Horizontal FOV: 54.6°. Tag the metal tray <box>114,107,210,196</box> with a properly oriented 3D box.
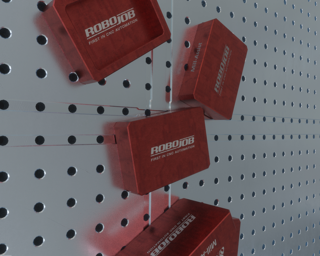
[{"bbox_3d":[0.008,0.025,0.412,0.131,0.030,0.090,-14,99,-39],"label":"metal tray"}]

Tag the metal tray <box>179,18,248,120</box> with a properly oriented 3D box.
[{"bbox_3d":[0.085,-0.087,0.476,0.090,0.030,0.130,26,74,-37],"label":"metal tray"}]

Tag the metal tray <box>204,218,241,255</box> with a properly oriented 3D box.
[{"bbox_3d":[0.078,0.201,0.470,0.091,0.030,0.129,12,83,-39],"label":"metal tray"}]

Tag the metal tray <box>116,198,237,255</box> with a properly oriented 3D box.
[{"bbox_3d":[0.020,0.143,0.383,0.131,0.090,0.030,-33,111,-35],"label":"metal tray"}]

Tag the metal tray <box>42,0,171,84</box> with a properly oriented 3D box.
[{"bbox_3d":[-0.054,-0.120,0.359,0.131,0.030,0.090,-40,114,-33],"label":"metal tray"}]
